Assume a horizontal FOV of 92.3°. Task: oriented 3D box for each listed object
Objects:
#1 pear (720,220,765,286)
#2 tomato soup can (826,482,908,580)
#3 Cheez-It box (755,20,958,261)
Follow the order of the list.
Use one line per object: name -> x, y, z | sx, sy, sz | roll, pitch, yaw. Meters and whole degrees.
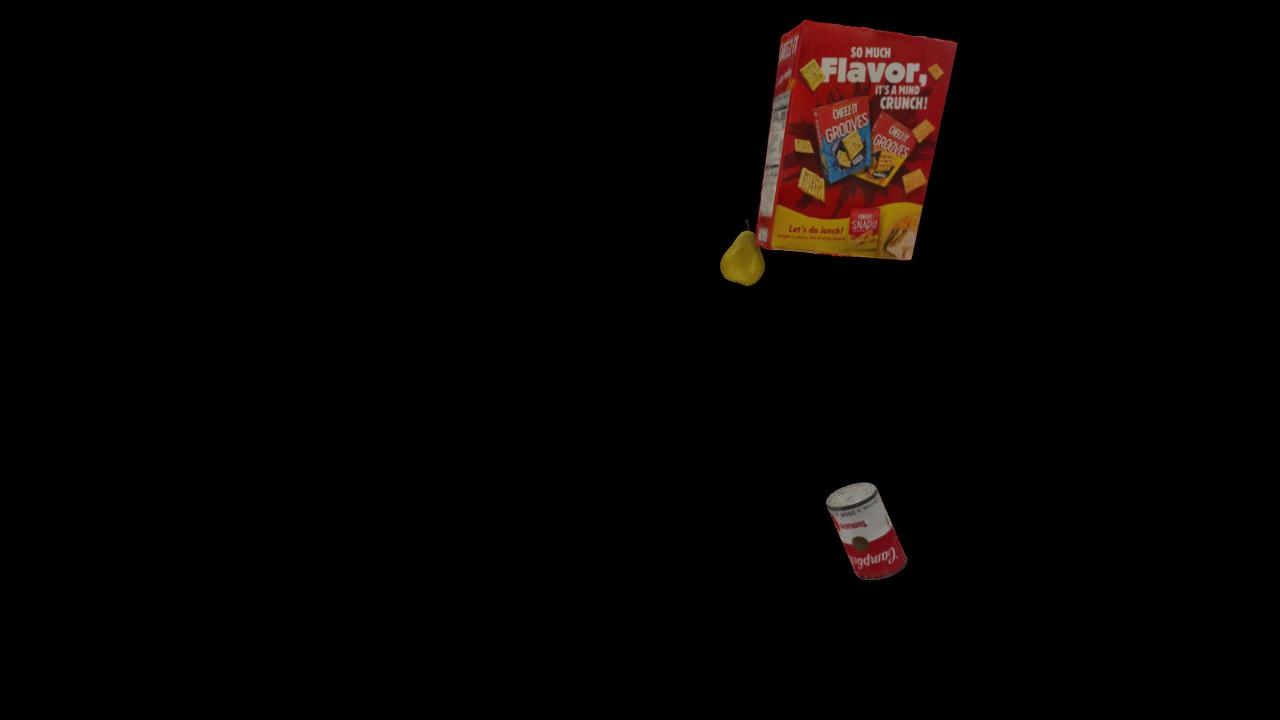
pear -> 0.191, -0.191, 1.101 | 0.080, 0.111, 0.080 | 17, 11, -4
tomato soup can -> 0.285, 0.214, 0.776 | 0.068, 0.101, 0.068 | -23, 3, 1
Cheez-It box -> 0.221, -0.224, 0.654 | 0.166, 0.223, 0.071 | 3, 15, -9
